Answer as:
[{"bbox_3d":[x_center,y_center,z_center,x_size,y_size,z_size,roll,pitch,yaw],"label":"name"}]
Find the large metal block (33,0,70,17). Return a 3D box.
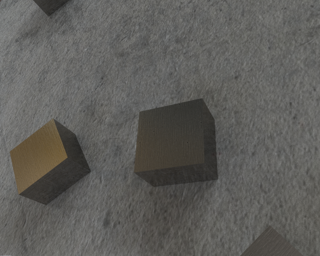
[{"bbox_3d":[-0.250,-0.315,0.709,0.080,0.050,0.080,-37,51,3],"label":"large metal block"}]

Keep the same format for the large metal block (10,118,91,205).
[{"bbox_3d":[-0.156,0.047,0.439,0.080,0.050,0.080,-37,51,3],"label":"large metal block"}]

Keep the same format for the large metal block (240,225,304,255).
[{"bbox_3d":[0.096,0.142,0.250,0.080,0.050,0.080,-45,51,-3],"label":"large metal block"}]

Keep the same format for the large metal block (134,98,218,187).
[{"bbox_3d":[0.020,0.019,0.365,0.080,0.050,0.080,-11,57,22],"label":"large metal block"}]
